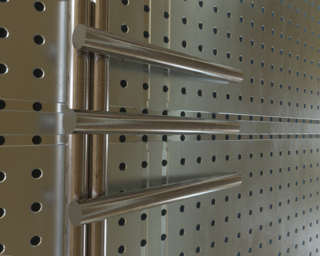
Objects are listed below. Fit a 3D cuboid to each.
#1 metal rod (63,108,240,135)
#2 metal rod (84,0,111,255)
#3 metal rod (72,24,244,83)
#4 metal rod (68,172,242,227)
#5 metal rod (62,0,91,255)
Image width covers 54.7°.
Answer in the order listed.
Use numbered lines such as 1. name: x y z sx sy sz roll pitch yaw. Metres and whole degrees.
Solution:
1. metal rod: 0.018 -0.004 0.406 0.302 0.025 0.025 2 89 -46
2. metal rod: -0.071 0.001 0.351 0.025 0.025 0.298 1 89 -40
3. metal rod: 0.025 -0.089 0.413 0.302 0.025 0.025 1 90 -46
4. metal rod: 0.022 0.085 0.411 0.302 0.025 0.025 1 90 -46
5. metal rod: -0.090 0.009 0.334 0.025 0.025 0.298 1 89 -40
